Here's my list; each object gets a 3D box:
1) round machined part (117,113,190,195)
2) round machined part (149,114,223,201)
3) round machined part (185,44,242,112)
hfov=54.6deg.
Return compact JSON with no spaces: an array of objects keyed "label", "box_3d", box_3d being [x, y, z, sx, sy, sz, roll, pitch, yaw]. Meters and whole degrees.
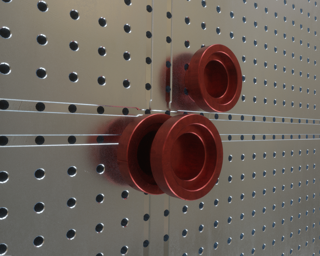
[{"label":"round machined part","box_3d":[-0.012,0.031,0.387,0.099,0.042,0.097,0,90,-40]},{"label":"round machined part","box_3d":[0.027,0.033,0.365,0.099,0.042,0.097,0,90,-40]},{"label":"round machined part","box_3d":[0.075,-0.071,0.460,0.099,0.042,0.097,0,90,-40]}]
